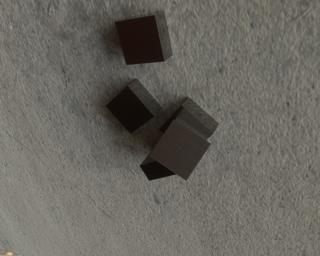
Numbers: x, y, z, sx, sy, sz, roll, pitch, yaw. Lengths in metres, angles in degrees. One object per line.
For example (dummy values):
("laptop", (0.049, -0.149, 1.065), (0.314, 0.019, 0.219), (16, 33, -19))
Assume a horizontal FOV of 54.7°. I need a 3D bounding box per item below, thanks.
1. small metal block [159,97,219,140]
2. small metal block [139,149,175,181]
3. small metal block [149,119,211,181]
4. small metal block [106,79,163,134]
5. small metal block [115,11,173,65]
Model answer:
("small metal block", (0.036, -0.002, 0.386), (0.050, 0.025, 0.050), (42, 129, -1))
("small metal block", (0.009, 0.040, 0.410), (0.050, 0.050, 0.025), (-20, 108, 35))
("small metal block", (0.023, 0.025, 0.360), (0.050, 0.025, 0.050), (34, 89, 6))
("small metal block", (-0.034, -0.028, 0.406), (0.050, 0.025, 0.050), (49, 128, -7))
("small metal block", (-0.017, -0.101, 0.352), (0.050, 0.025, 0.050), (1, 119, 27))
